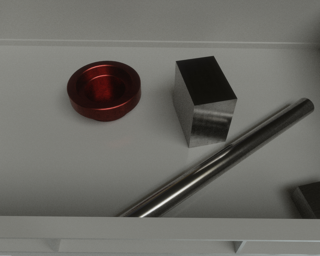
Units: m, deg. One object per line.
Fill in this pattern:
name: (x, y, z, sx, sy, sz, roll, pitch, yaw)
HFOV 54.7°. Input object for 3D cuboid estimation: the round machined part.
round machined part: (-0.075, -0.047, 0.433, 0.099, 0.042, 0.098, 0, 50, 0)

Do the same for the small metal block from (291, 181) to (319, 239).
small metal block: (0.181, 0.086, 0.335, 0.050, 0.025, 0.050, -10, 51, -9)

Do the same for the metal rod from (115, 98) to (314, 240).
metal rod: (0.083, 0.036, 0.375, 0.302, 0.025, 0.025, -29, 56, -23)

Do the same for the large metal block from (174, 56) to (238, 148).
large metal block: (0.053, -0.033, 0.398, 0.050, 0.080, 0.080, -10, 51, -9)
